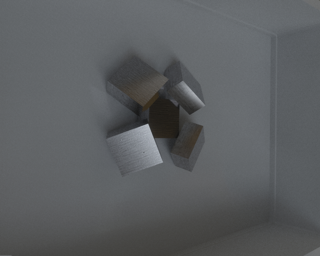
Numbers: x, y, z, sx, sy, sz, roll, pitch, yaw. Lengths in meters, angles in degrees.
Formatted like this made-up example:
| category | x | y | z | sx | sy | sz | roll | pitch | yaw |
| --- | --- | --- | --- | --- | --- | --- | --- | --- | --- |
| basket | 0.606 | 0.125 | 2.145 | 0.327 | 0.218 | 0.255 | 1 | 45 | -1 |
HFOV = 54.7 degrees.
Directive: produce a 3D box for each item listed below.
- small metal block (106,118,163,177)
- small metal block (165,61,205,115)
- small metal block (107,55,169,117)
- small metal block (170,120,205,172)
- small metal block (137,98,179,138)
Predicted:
| category | x | y | z | sx | sy | sz | roll | pitch | yaw |
| --- | --- | --- | --- | --- | --- | --- | --- | --- | --- |
| small metal block | -0.029 | 0.023 | 0.364 | 0.050 | 0.025 | 0.050 | -20 | 107 | 0 |
| small metal block | 0.033 | -0.054 | 0.416 | 0.050 | 0.025 | 0.050 | 42 | 27 | -32 |
| small metal block | -0.026 | -0.049 | 0.365 | 0.050 | 0.025 | 0.050 | 37 | 62 | 7 |
| small metal block | 0.039 | 0.026 | 0.422 | 0.050 | 0.025 | 0.050 | -63 | 159 | -21 |
| small metal block | -0.002 | -0.012 | 0.401 | 0.050 | 0.025 | 0.050 | 2 | 89 | -40 |
